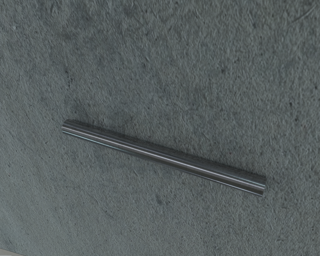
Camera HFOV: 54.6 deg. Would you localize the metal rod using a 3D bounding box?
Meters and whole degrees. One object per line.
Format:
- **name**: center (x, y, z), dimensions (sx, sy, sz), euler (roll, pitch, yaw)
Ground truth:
- **metal rod**: center (-0.007, 0.036, 0.433), dimensions (0.301, 0.025, 0.025), euler (16, 125, 19)
